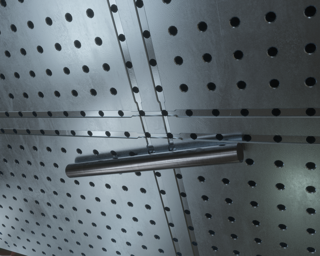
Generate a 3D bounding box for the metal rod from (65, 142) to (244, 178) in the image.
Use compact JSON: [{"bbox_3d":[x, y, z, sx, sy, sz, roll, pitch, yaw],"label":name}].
[{"bbox_3d":[-0.028,0.052,0.456,0.300,0.025,0.025,-10,114,32],"label":"metal rod"}]
